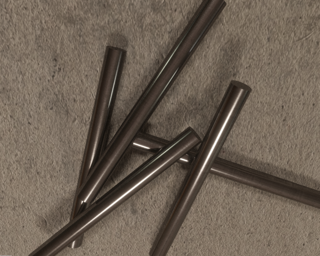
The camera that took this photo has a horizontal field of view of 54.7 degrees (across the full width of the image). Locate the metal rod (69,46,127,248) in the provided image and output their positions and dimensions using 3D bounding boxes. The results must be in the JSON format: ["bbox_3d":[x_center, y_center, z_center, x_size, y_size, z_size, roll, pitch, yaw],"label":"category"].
[{"bbox_3d":[-0.092,0.039,0.422,0.025,0.025,0.298,14,109,-6],"label":"metal rod"}]

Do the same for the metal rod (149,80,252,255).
[{"bbox_3d":[0.043,0.075,0.414,0.025,0.025,0.298,18,118,-7],"label":"metal rod"}]

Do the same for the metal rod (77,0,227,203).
[{"bbox_3d":[-0.017,-0.028,0.385,0.025,0.025,0.299,32,102,-12],"label":"metal rod"}]

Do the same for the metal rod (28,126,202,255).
[{"bbox_3d":[-0.069,0.100,0.418,0.300,0.025,0.025,-39,106,13],"label":"metal rod"}]

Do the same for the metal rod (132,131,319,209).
[{"bbox_3d":[0.107,0.063,0.434,0.302,0.025,0.025,19,109,-8],"label":"metal rod"}]
